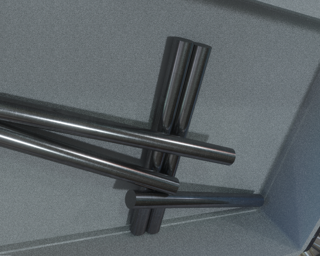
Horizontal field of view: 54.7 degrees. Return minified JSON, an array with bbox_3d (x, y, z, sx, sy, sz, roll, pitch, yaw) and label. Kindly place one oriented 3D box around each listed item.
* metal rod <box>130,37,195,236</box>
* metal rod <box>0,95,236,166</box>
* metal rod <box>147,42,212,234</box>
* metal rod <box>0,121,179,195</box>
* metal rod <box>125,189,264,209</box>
[{"bbox_3d":[-0.004,0.029,0.422,0.025,0.025,0.298,-1,119,-28],"label":"metal rod"},{"bbox_3d":[-0.033,0.010,0.371,0.302,0.025,0.025,13,112,-27],"label":"metal rod"},{"bbox_3d":[0.019,0.031,0.436,0.025,0.025,0.298,-1,119,-28],"label":"metal rod"},{"bbox_3d":[-0.100,0.032,0.356,0.302,0.025,0.025,23,106,-31],"label":"metal rod"},{"bbox_3d":[0.076,0.116,0.500,0.302,0.025,0.025,12,113,-40],"label":"metal rod"}]
